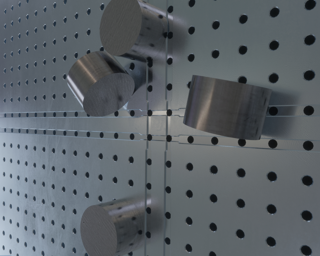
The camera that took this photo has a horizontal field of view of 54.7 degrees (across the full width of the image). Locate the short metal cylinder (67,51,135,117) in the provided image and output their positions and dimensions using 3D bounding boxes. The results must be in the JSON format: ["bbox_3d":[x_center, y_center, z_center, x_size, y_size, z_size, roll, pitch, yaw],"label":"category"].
[{"bbox_3d":[-0.084,-0.062,0.443,0.050,0.081,0.080,51,120,27],"label":"short metal cylinder"}]

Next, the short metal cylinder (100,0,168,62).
[{"bbox_3d":[-0.037,-0.135,0.423,0.080,0.050,0.079,0,90,40],"label":"short metal cylinder"}]

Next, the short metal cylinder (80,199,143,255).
[{"bbox_3d":[-0.071,0.148,0.452,0.080,0.050,0.079,0,90,40],"label":"short metal cylinder"}]

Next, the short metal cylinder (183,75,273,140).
[{"bbox_3d":[0.068,-0.022,0.317,0.080,0.081,0.050,18,102,38],"label":"short metal cylinder"}]
